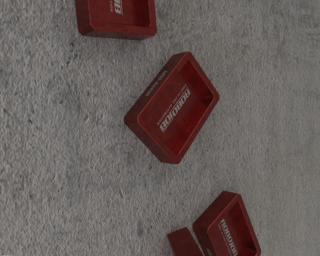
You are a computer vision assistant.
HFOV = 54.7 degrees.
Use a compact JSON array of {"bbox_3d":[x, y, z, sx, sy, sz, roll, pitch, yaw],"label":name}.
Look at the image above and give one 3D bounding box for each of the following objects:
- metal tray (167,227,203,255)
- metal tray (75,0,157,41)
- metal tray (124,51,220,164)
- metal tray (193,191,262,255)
[{"bbox_3d":[0.050,0.208,0.402,0.030,0.090,0.129,-19,104,-7],"label":"metal tray"},{"bbox_3d":[-0.052,-0.172,0.356,0.091,0.030,0.129,-9,96,-40],"label":"metal tray"},{"bbox_3d":[0.022,-0.028,0.418,0.090,0.030,0.130,50,61,-29],"label":"metal tray"},{"bbox_3d":[0.111,0.178,0.493,0.091,0.030,0.129,-37,113,-34],"label":"metal tray"}]
